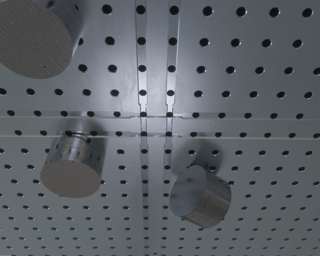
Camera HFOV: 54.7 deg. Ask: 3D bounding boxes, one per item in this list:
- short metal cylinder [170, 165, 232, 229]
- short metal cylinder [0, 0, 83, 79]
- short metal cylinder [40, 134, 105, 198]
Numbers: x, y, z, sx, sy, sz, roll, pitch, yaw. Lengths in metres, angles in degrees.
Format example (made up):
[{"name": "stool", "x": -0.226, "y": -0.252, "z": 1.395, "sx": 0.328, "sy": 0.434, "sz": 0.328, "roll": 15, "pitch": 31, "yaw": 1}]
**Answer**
[{"name": "short metal cylinder", "x": 0.059, "y": 0.102, "z": 0.463, "sx": 0.050, "sy": 0.080, "sz": 0.080, "roll": 32, "pitch": 123, "yaw": -24}, {"name": "short metal cylinder", "x": -0.123, "y": -0.097, "z": 0.312, "sx": 0.081, "sy": 0.050, "sz": 0.079, "roll": 0, "pitch": 130, "yaw": 0}, {"name": "short metal cylinder", "x": -0.122, "y": 0.055, "z": 0.441, "sx": 0.081, "sy": 0.050, "sz": 0.079, "roll": 0, "pitch": 130, "yaw": 0}]
